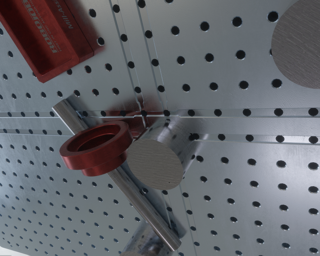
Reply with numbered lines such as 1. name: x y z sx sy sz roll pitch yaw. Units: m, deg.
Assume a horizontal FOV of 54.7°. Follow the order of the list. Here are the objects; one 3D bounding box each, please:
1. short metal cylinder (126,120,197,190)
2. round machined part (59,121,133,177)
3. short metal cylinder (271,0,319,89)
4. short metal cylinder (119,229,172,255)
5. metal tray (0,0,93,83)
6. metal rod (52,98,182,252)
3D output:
1. short metal cylinder: 0.003 0.036 0.416 0.080 0.050 0.079 13 124 21
2. round machined part: -0.083 0.031 0.427 0.098 0.098 0.042 -5 115 31
3. short metal cylinder: 0.143 -0.080 0.270 0.080 0.050 0.079 13 124 21
4. short metal cylinder: -0.025 0.228 0.550 0.080 0.050 0.079 13 124 21
5. metal tray: -0.157 -0.134 0.408 0.090 0.030 0.130 -17 110 35
6. metal rod: -0.064 0.080 0.494 0.025 0.025 0.300 -30 102 38
